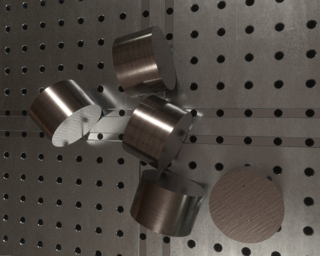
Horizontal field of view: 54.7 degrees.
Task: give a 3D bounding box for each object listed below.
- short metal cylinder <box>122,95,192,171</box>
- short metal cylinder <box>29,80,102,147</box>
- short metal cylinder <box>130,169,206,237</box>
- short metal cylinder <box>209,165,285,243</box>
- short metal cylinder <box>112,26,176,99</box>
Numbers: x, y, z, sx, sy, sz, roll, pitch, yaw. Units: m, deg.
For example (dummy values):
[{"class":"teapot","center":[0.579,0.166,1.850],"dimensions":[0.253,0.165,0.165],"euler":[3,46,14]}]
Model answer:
[{"class":"short metal cylinder","center":[-0.002,0.006,0.383],"dimensions":[0.050,0.080,0.080],"euler":[28,99,17]},{"class":"short metal cylinder","center":[-0.129,-0.020,0.427],"dimensions":[0.050,0.080,0.080],"euler":[46,104,14]},{"class":"short metal cylinder","center":[0.009,0.089,0.379],"dimensions":[0.080,0.080,0.050],"euler":[20,97,18]},{"class":"short metal cylinder","center":[0.102,0.086,0.363],"dimensions":[0.080,0.050,0.079],"euler":[0,90,19]},{"class":"short metal cylinder","center":[-0.017,-0.081,0.389],"dimensions":[0.050,0.080,0.080],"euler":[-11,86,19]}]
